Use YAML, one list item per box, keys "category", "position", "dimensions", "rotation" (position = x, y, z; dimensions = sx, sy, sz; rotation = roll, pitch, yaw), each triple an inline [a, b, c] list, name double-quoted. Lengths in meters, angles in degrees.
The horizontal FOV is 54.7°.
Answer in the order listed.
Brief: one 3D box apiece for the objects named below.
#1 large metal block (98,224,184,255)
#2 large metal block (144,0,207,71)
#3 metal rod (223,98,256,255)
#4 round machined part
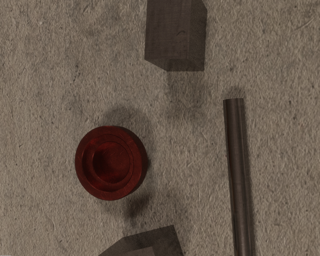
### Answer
- category: "large metal block"
  position: [-0.023, 0.166, 0.387]
  dimensions: [0.080, 0.080, 0.050]
  rotation: [-20, 84, 18]
- category: "large metal block"
  position: [0.022, -0.114, 0.371]
  dimensions: [0.050, 0.080, 0.079]
  rotation: [3, 91, 20]
- category: "metal rod"
  position: [0.099, 0.114, 0.373]
  dimensions: [0.025, 0.025, 0.298]
  rotation: [-4, 89, 19]
- category: "round machined part"
  position: [-0.062, 0.046, 0.421]
  dimensions: [0.098, 0.042, 0.097]
  rotation: [0, 90, 19]
